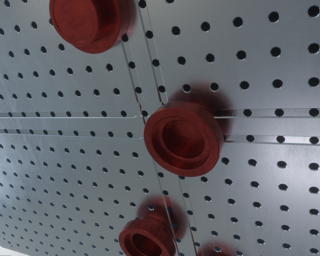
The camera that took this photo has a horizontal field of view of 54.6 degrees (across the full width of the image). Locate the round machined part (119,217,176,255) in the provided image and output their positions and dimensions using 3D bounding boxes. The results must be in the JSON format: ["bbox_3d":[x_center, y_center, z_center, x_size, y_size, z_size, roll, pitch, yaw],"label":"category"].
[{"bbox_3d":[-0.018,0.193,0.529,0.098,0.042,0.097,13,124,21],"label":"round machined part"}]

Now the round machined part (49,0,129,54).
[{"bbox_3d":[-0.089,-0.135,0.365,0.098,0.042,0.097,13,124,21],"label":"round machined part"}]

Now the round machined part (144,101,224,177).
[{"bbox_3d":[0.032,0.010,0.390,0.098,0.042,0.097,13,124,21],"label":"round machined part"}]
